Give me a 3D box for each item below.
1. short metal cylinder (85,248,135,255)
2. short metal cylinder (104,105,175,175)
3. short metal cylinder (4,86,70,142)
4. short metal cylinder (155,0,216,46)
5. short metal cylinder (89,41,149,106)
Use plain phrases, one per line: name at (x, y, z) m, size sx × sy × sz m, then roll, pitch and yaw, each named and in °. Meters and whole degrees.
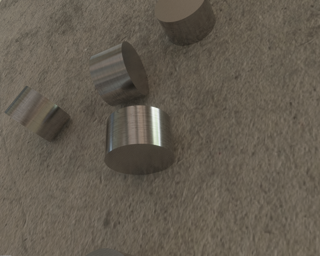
short metal cylinder at (-0.047, 0.166, 0.309) m, size 0.080 × 0.050 × 0.080 m, roll -13°, pitch 56°, yaw 20°
short metal cylinder at (-0.024, 0.017, 0.370) m, size 0.080 × 0.080 × 0.050 m, roll -16°, pitch 56°, yaw 19°
short metal cylinder at (-0.187, -0.021, 0.477) m, size 0.080 × 0.080 × 0.050 m, roll 25°, pitch 76°, yaw 36°
short metal cylinder at (0.039, -0.173, 0.473) m, size 0.080 × 0.050 × 0.080 m, roll -13°, pitch 56°, yaw 20°
short metal cylinder at (-0.057, -0.077, 0.444) m, size 0.050 × 0.080 × 0.080 m, roll -19°, pitch 55°, yaw 17°
